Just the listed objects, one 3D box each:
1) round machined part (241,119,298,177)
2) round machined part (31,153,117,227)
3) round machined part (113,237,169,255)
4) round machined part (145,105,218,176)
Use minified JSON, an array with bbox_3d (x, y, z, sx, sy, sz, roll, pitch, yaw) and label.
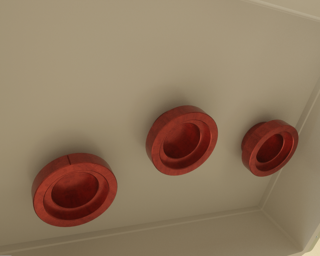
[{"bbox_3d":[0.174,0.029,0.510,0.099,0.042,0.097,-14,124,-21],"label":"round machined part"},{"bbox_3d":[-0.106,0.071,0.383,0.099,0.042,0.097,-14,124,-21],"label":"round machined part"},{"bbox_3d":[-0.030,0.229,0.514,0.099,0.042,0.097,-15,135,-15],"label":"round machined part"},{"bbox_3d":[0.025,0.013,0.419,0.099,0.042,0.097,-14,124,-21],"label":"round machined part"}]
